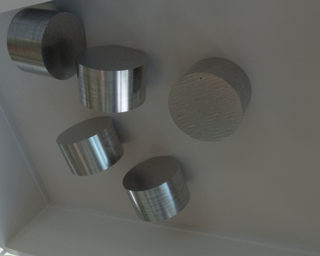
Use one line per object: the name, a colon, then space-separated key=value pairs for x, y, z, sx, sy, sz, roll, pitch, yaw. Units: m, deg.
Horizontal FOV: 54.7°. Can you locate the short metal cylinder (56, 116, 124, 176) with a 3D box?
short metal cylinder: x=-0.097 y=0.024 z=0.437 sx=0.080 sy=0.080 sz=0.050 roll=-5 pitch=116 yaw=30

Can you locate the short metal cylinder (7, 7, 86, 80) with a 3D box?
short metal cylinder: x=-0.135 y=-0.103 z=0.379 sx=0.050 sy=0.080 sz=0.079 roll=14 pitch=124 yaw=20

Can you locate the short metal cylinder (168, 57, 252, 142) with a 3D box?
short metal cylinder: x=0.056 y=-0.032 z=0.343 sx=0.080 sy=0.050 sz=0.079 roll=13 pitch=124 yaw=20

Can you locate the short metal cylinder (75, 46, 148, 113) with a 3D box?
short metal cylinder: x=-0.056 y=-0.060 z=0.364 sx=0.080 sy=0.080 sz=0.050 roll=16 pitch=125 yaw=18

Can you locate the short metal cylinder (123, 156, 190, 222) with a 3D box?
short metal cylinder: x=-0.004 y=0.081 z=0.424 sx=0.080 sy=0.080 sz=0.050 roll=-7 pitch=115 yaw=31
